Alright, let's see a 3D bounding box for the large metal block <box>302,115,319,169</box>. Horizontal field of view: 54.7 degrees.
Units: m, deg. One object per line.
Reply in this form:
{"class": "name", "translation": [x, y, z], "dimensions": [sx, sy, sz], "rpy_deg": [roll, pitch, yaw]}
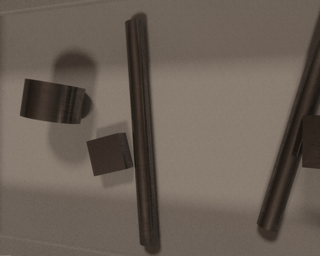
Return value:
{"class": "large metal block", "translation": [0.193, 0.013, 0.302], "dimensions": [0.080, 0.081, 0.050], "rpy_deg": [1, 91, 39]}

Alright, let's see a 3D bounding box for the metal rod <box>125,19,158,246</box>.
{"class": "metal rod", "translation": [-0.025, 0.005, 0.418], "dimensions": [0.025, 0.025, 0.298], "rpy_deg": [-4, 89, 19]}

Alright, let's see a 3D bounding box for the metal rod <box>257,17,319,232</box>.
{"class": "metal rod", "translation": [0.165, -0.027, 0.352], "dimensions": [0.025, 0.025, 0.298], "rpy_deg": [17, 95, 19]}

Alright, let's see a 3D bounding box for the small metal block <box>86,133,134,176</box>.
{"class": "small metal block", "translation": [-0.070, 0.037, 0.434], "dimensions": [0.050, 0.025, 0.050], "rpy_deg": [-15, 85, 19]}

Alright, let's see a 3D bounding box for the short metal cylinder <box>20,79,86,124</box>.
{"class": "short metal cylinder", "translation": [-0.148, -0.037, 0.432], "dimensions": [0.080, 0.080, 0.050], "rpy_deg": [11, 94, 19]}
